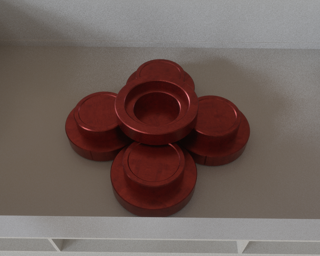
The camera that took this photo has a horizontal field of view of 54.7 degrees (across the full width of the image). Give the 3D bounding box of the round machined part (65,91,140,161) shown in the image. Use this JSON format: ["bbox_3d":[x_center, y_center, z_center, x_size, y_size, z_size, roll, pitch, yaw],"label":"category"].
[{"bbox_3d":[-0.072,-0.009,0.398,0.099,0.042,0.098,0,50,0],"label":"round machined part"}]

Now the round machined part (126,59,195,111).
[{"bbox_3d":[0.000,-0.061,0.441,0.099,0.042,0.098,0,50,0],"label":"round machined part"}]

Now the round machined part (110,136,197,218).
[{"bbox_3d":[-0.007,0.048,0.351,0.099,0.042,0.098,1,48,-1],"label":"round machined part"}]

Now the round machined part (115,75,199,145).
[{"bbox_3d":[-0.003,-0.017,0.379,0.099,0.042,0.098,0,50,0],"label":"round machined part"}]

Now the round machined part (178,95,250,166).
[{"bbox_3d":[0.065,-0.004,0.394,0.099,0.042,0.098,0,50,0],"label":"round machined part"}]
